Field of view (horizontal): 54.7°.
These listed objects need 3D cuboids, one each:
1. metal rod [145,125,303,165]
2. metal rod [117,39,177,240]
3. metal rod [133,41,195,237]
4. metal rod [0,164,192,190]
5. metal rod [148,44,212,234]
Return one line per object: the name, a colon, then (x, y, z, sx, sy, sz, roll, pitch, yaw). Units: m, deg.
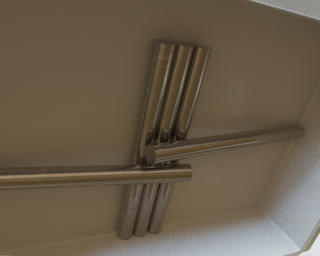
metal rod: (0.114, 0.019, 0.461, 0.303, 0.025, 0.025, -6, 121, -33)
metal rod: (-0.024, 0.033, 0.416, 0.025, 0.025, 0.298, -2, 119, -28)
metal rod: (-0.002, 0.032, 0.427, 0.025, 0.025, 0.298, -2, 119, -28)
metal rod: (-0.101, 0.058, 0.368, 0.303, 0.025, 0.025, 2, 118, -23)
metal rod: (0.020, 0.032, 0.440, 0.025, 0.025, 0.298, -2, 119, -28)
